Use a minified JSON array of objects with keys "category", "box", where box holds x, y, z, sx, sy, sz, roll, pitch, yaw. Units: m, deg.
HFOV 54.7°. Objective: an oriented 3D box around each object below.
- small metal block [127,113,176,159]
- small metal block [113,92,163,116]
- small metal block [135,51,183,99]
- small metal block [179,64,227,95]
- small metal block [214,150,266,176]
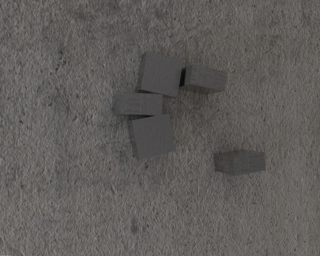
[{"category":"small metal block","box":[-0.012,0.010,0.404,0.050,0.025,0.050,-12,95,-20]},{"category":"small metal block","box":[-0.029,-0.028,0.385,0.050,0.050,0.025,0,90,-20]},{"category":"small metal block","box":[-0.001,-0.069,0.408,0.050,0.025,0.050,10,87,-20]},{"category":"small metal block","box":[0.054,-0.064,0.415,0.050,0.050,0.025,8,87,-20]},{"category":"small metal block","box":[0.111,0.048,0.437,0.050,0.050,0.025,-6,92,-20]}]
